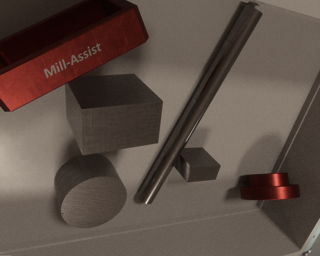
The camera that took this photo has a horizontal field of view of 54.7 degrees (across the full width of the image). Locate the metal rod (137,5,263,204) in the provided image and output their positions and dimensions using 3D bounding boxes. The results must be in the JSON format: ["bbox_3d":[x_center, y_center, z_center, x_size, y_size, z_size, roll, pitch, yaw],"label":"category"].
[{"bbox_3d":[0.047,-0.020,0.423,0.025,0.025,0.298,17,109,-36],"label":"metal rod"}]

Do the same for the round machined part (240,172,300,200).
[{"bbox_3d":[0.191,0.101,0.544,0.099,0.098,0.042,2,79,-30],"label":"round machined part"}]

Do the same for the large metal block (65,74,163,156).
[{"bbox_3d":[-0.053,-0.019,0.334,0.081,0.080,0.050,-8,122,-25],"label":"large metal block"}]

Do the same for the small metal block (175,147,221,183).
[{"bbox_3d":[0.052,0.053,0.456,0.050,0.050,0.025,0,118,-29],"label":"small metal block"}]

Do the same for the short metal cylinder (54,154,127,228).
[{"bbox_3d":[-0.089,0.079,0.394,0.081,0.050,0.079,-14,125,-21],"label":"short metal cylinder"}]

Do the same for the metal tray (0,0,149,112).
[{"bbox_3d":[-0.086,-0.074,0.274,0.131,0.090,0.030,-30,129,-10],"label":"metal tray"}]
